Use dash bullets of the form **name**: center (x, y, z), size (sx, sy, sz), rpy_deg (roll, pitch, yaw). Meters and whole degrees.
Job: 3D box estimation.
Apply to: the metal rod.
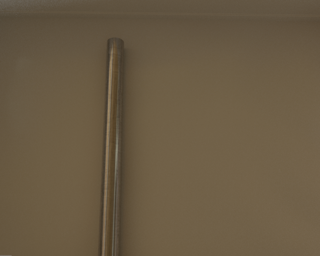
- **metal rod**: center (-0.062, 0.015, 0.403), size (0.025, 0.025, 0.299), rpy_deg (-1, 70, 0)
